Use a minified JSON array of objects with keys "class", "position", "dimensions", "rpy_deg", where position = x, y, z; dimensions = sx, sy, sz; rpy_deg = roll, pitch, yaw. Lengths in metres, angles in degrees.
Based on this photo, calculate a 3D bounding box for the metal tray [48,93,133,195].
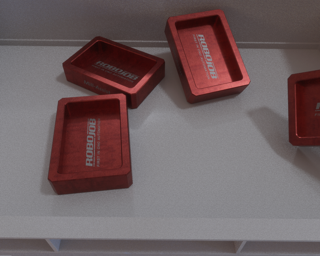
[{"class":"metal tray","position":[-0.084,0.015,0.388],"dimensions":[0.091,0.030,0.130],"rpy_deg":[-5,50,-5]}]

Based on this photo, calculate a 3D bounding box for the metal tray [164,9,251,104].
[{"class":"metal tray","position":[0.068,-0.108,0.460],"dimensions":[0.091,0.030,0.129],"rpy_deg":[-13,75,-12]}]

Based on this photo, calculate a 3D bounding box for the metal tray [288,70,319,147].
[{"class":"metal tray","position":[0.217,-0.025,0.352],"dimensions":[0.130,0.030,0.089],"rpy_deg":[-4,82,43]}]

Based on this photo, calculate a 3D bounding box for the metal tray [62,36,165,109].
[{"class":"metal tray","position":[-0.069,-0.089,0.475],"dimensions":[0.130,0.030,0.090],"rpy_deg":[24,54,18]}]
